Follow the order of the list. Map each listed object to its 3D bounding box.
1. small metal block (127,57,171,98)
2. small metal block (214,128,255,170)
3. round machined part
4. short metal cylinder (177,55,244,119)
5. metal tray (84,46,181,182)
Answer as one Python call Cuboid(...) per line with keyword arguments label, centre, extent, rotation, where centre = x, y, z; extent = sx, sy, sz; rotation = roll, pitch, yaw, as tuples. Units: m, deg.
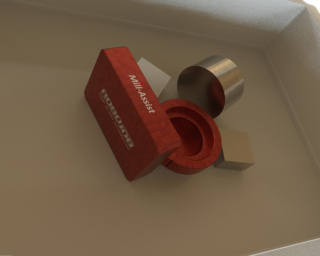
Cuboid(label="small metal block", centre=(-0.020, -0.063, 0.433), extent=(0.050, 0.025, 0.050), rotation=(34, 52, -5))
Cuboid(label="small metal block", centre=(0.102, 0.031, 0.442), extent=(0.050, 0.025, 0.050), rotation=(8, 58, -23))
Cuboid(label="round machined part", centre=(0.026, 0.015, 0.398), extent=(0.099, 0.042, 0.098), rotation=(14, 56, -21))
Cuboid(label="short metal cylinder", centre=(0.072, -0.058, 0.445), extent=(0.050, 0.080, 0.080), rotation=(-33, 81, -38))
Cuboid(label="metal tray", centre=(-0.037, -0.014, 0.352), extent=(0.030, 0.090, 0.130), rotation=(-19, 72, -35))
